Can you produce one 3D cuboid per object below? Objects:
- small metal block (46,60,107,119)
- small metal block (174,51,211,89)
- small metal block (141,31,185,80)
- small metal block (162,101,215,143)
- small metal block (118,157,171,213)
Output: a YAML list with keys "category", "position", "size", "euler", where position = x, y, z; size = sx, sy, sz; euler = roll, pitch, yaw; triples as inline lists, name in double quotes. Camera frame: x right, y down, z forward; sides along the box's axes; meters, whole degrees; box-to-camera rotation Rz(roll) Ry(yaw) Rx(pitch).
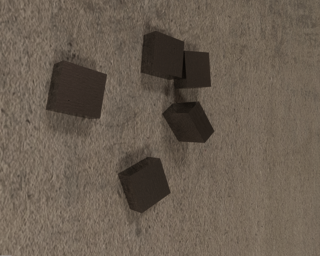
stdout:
- category: "small metal block"
  position: [-0.089, -0.039, 0.332]
  size: [0.050, 0.025, 0.050]
  euler: [13, 82, -40]
- category: "small metal block"
  position: [0.046, -0.083, 0.445]
  size: [0.050, 0.025, 0.050]
  euler: [-8, 95, -40]
- category: "small metal block"
  position: [0.004, -0.094, 0.410]
  size: [0.050, 0.025, 0.050]
  euler: [7, 85, -40]
- category: "small metal block"
  position: [0.039, -0.008, 0.423]
  size: [0.025, 0.050, 0.050]
  euler: [-46, 118, -30]
- category: "small metal block"
  position: [-0.019, 0.070, 0.391]
  size: [0.050, 0.025, 0.050]
  euler: [-27, 108, -37]
